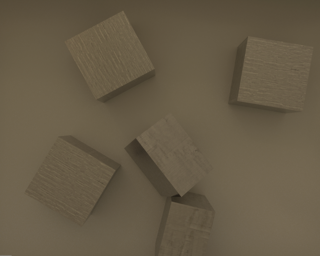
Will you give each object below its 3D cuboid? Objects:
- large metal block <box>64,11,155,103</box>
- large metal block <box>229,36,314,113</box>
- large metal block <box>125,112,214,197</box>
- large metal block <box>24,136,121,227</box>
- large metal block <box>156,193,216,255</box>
[{"bbox_3d":[-0.061,-0.088,0.398,0.080,0.050,0.080,-28,90,0],"label":"large metal block"},{"bbox_3d":[0.140,-0.066,0.400,0.080,0.050,0.080,9,90,0],"label":"large metal block"},{"bbox_3d":[0.007,0.036,0.378,0.050,0.080,0.080,-38,90,-20],"label":"large metal block"},{"bbox_3d":[-0.108,0.065,0.398,0.080,0.050,0.080,31,90,0],"label":"large metal block"},{"bbox_3d":[0.028,0.126,0.384,0.050,0.080,0.080,14,90,0],"label":"large metal block"}]
